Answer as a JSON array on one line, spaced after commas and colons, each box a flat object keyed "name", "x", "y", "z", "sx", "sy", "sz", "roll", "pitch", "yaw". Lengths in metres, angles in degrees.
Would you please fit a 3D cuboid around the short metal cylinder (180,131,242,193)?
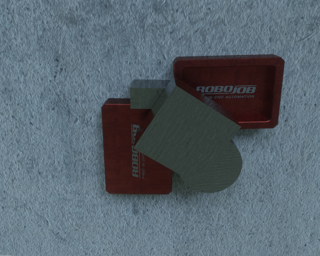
[{"name": "short metal cylinder", "x": 0.063, "y": 0.039, "z": 0.412, "sx": 0.080, "sy": 0.050, "sz": 0.079, "roll": 0, "pitch": 110, "yaw": 0}]

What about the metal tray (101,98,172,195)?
[{"name": "metal tray", "x": -0.028, "y": 0.026, "z": 0.419, "sx": 0.091, "sy": 0.030, "sz": 0.129, "roll": 1, "pitch": 110, "yaw": 0}]

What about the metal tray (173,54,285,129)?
[{"name": "metal tray", "x": 0.083, "y": -0.045, "z": 0.392, "sx": 0.131, "sy": 0.030, "sz": 0.089, "roll": -2, "pitch": 110, "yaw": 0}]

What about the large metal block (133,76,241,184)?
[{"name": "large metal block", "x": 0.028, "y": 0.001, "z": 0.344, "sx": 0.080, "sy": 0.050, "sz": 0.080, "roll": 31, "pitch": 107, "yaw": -11}]

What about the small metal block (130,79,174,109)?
[{"name": "small metal block", "x": -0.009, "y": -0.043, "z": 0.382, "sx": 0.050, "sy": 0.050, "sz": 0.025, "roll": 1, "pitch": 110, "yaw": -1}]
